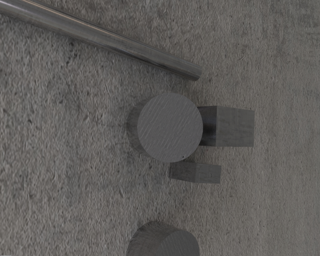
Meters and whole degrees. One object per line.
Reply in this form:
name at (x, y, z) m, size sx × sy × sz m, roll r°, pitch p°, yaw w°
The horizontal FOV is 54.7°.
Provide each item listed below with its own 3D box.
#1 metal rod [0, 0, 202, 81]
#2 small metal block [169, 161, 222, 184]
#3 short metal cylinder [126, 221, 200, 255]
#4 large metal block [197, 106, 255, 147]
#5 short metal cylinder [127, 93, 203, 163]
metal rod at (-0.063, -0.101, 0.351) m, size 0.302 × 0.025 × 0.025 m, roll 11°, pitch 83°, yaw -40°
small metal block at (0.049, 0.061, 0.429) m, size 0.050 × 0.050 × 0.025 m, roll 10°, pitch 84°, yaw -40°
short metal cylinder at (0.004, 0.164, 0.393) m, size 0.081 × 0.050 × 0.079 m, roll 0°, pitch 90°, yaw -40°
large metal block at (0.073, -0.001, 0.430) m, size 0.081 × 0.080 × 0.050 m, roll 3°, pitch 88°, yaw -40°
short metal cylinder at (0.005, -0.001, 0.376) m, size 0.081 × 0.050 × 0.079 m, roll 0°, pitch 90°, yaw -20°
